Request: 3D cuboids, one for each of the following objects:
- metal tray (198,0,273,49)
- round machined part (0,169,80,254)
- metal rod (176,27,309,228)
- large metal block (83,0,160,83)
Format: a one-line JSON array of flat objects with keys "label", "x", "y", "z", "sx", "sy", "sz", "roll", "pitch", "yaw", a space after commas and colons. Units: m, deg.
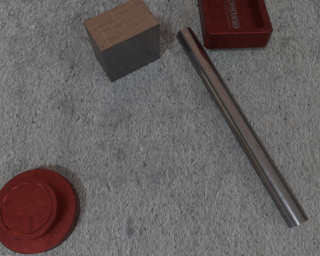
[{"label": "metal tray", "x": 0.106, "y": -0.176, "z": 0.459, "sx": 0.091, "sy": 0.030, "sz": 0.130, "roll": -2, "pitch": 61, "yaw": -1}, {"label": "round machined part", "x": -0.148, "y": 0.096, "z": 0.363, "sx": 0.099, "sy": 0.042, "sz": 0.098, "roll": 0, "pitch": 70, "yaw": 0}, {"label": "metal rod", "x": 0.100, "y": -0.014, "z": 0.413, "sx": 0.025, "sy": 0.025, "sz": 0.299, "roll": -24, "pitch": 72, "yaw": -9}, {"label": "large metal block", "x": -0.048, "y": -0.117, "z": 0.422, "sx": 0.080, "sy": 0.080, "sz": 0.050, "roll": -29, "pitch": 73, "yaw": -10}]
